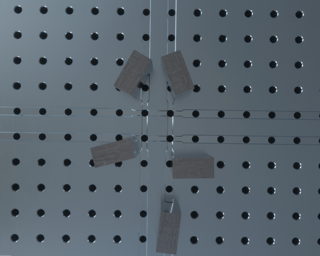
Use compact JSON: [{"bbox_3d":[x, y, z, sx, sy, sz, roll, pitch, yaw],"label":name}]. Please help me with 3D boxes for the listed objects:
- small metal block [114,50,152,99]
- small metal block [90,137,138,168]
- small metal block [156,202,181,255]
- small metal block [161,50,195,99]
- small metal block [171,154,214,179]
[{"bbox_3d":[-0.033,-0.067,0.401,0.025,0.050,0.050,30,90,0],"label":"small metal block"},{"bbox_3d":[-0.057,0.030,0.401,0.050,0.050,0.025,-14,90,0],"label":"small metal block"},{"bbox_3d":[0.011,0.128,0.401,0.025,0.050,0.050,7,90,0],"label":"small metal block"},{"bbox_3d":[0.022,-0.067,0.401,0.025,0.050,0.050,-21,90,0],"label":"small metal block"},{"bbox_3d":[0.041,0.049,0.401,0.050,0.050,0.025,-1,90,0],"label":"small metal block"}]
